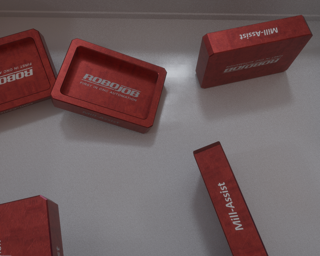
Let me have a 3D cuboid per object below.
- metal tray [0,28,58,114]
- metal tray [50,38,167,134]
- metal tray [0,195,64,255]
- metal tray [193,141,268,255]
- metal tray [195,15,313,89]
[{"bbox_3d":[-0.209,-0.068,0.412,0.131,0.030,0.090,-19,95,-7],"label":"metal tray"},{"bbox_3d":[-0.065,-0.054,0.409,0.131,0.030,0.090,17,70,-9],"label":"metal tray"},{"bbox_3d":[-0.121,0.126,0.235,0.091,0.030,0.130,-12,68,-6],"label":"metal tray"},{"bbox_3d":[0.080,0.086,0.341,0.030,0.090,0.130,-23,71,9],"label":"metal tray"},{"bbox_3d":[0.118,-0.097,0.411,0.131,0.090,0.030,-13,71,-5],"label":"metal tray"}]
